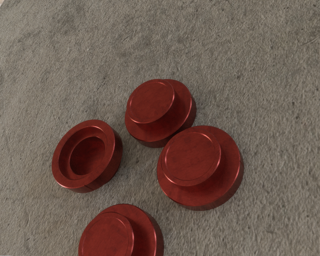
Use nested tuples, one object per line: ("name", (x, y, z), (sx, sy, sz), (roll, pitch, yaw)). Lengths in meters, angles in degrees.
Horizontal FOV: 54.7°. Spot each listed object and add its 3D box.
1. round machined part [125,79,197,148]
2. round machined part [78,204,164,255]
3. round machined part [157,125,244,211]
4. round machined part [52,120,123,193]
("round machined part", (-0.005, -0.026, 0.412), (0.098, 0.042, 0.098), (-13, 56, 21))
("round machined part", (-0.049, 0.131, 0.339), (0.098, 0.042, 0.098), (-13, 56, 21))
("round machined part", (0.040, 0.039, 0.348), (0.098, 0.042, 0.098), (-13, 56, 21))
("round machined part", (-0.092, 0.041, 0.417), (0.098, 0.042, 0.098), (-13, 56, 21))
